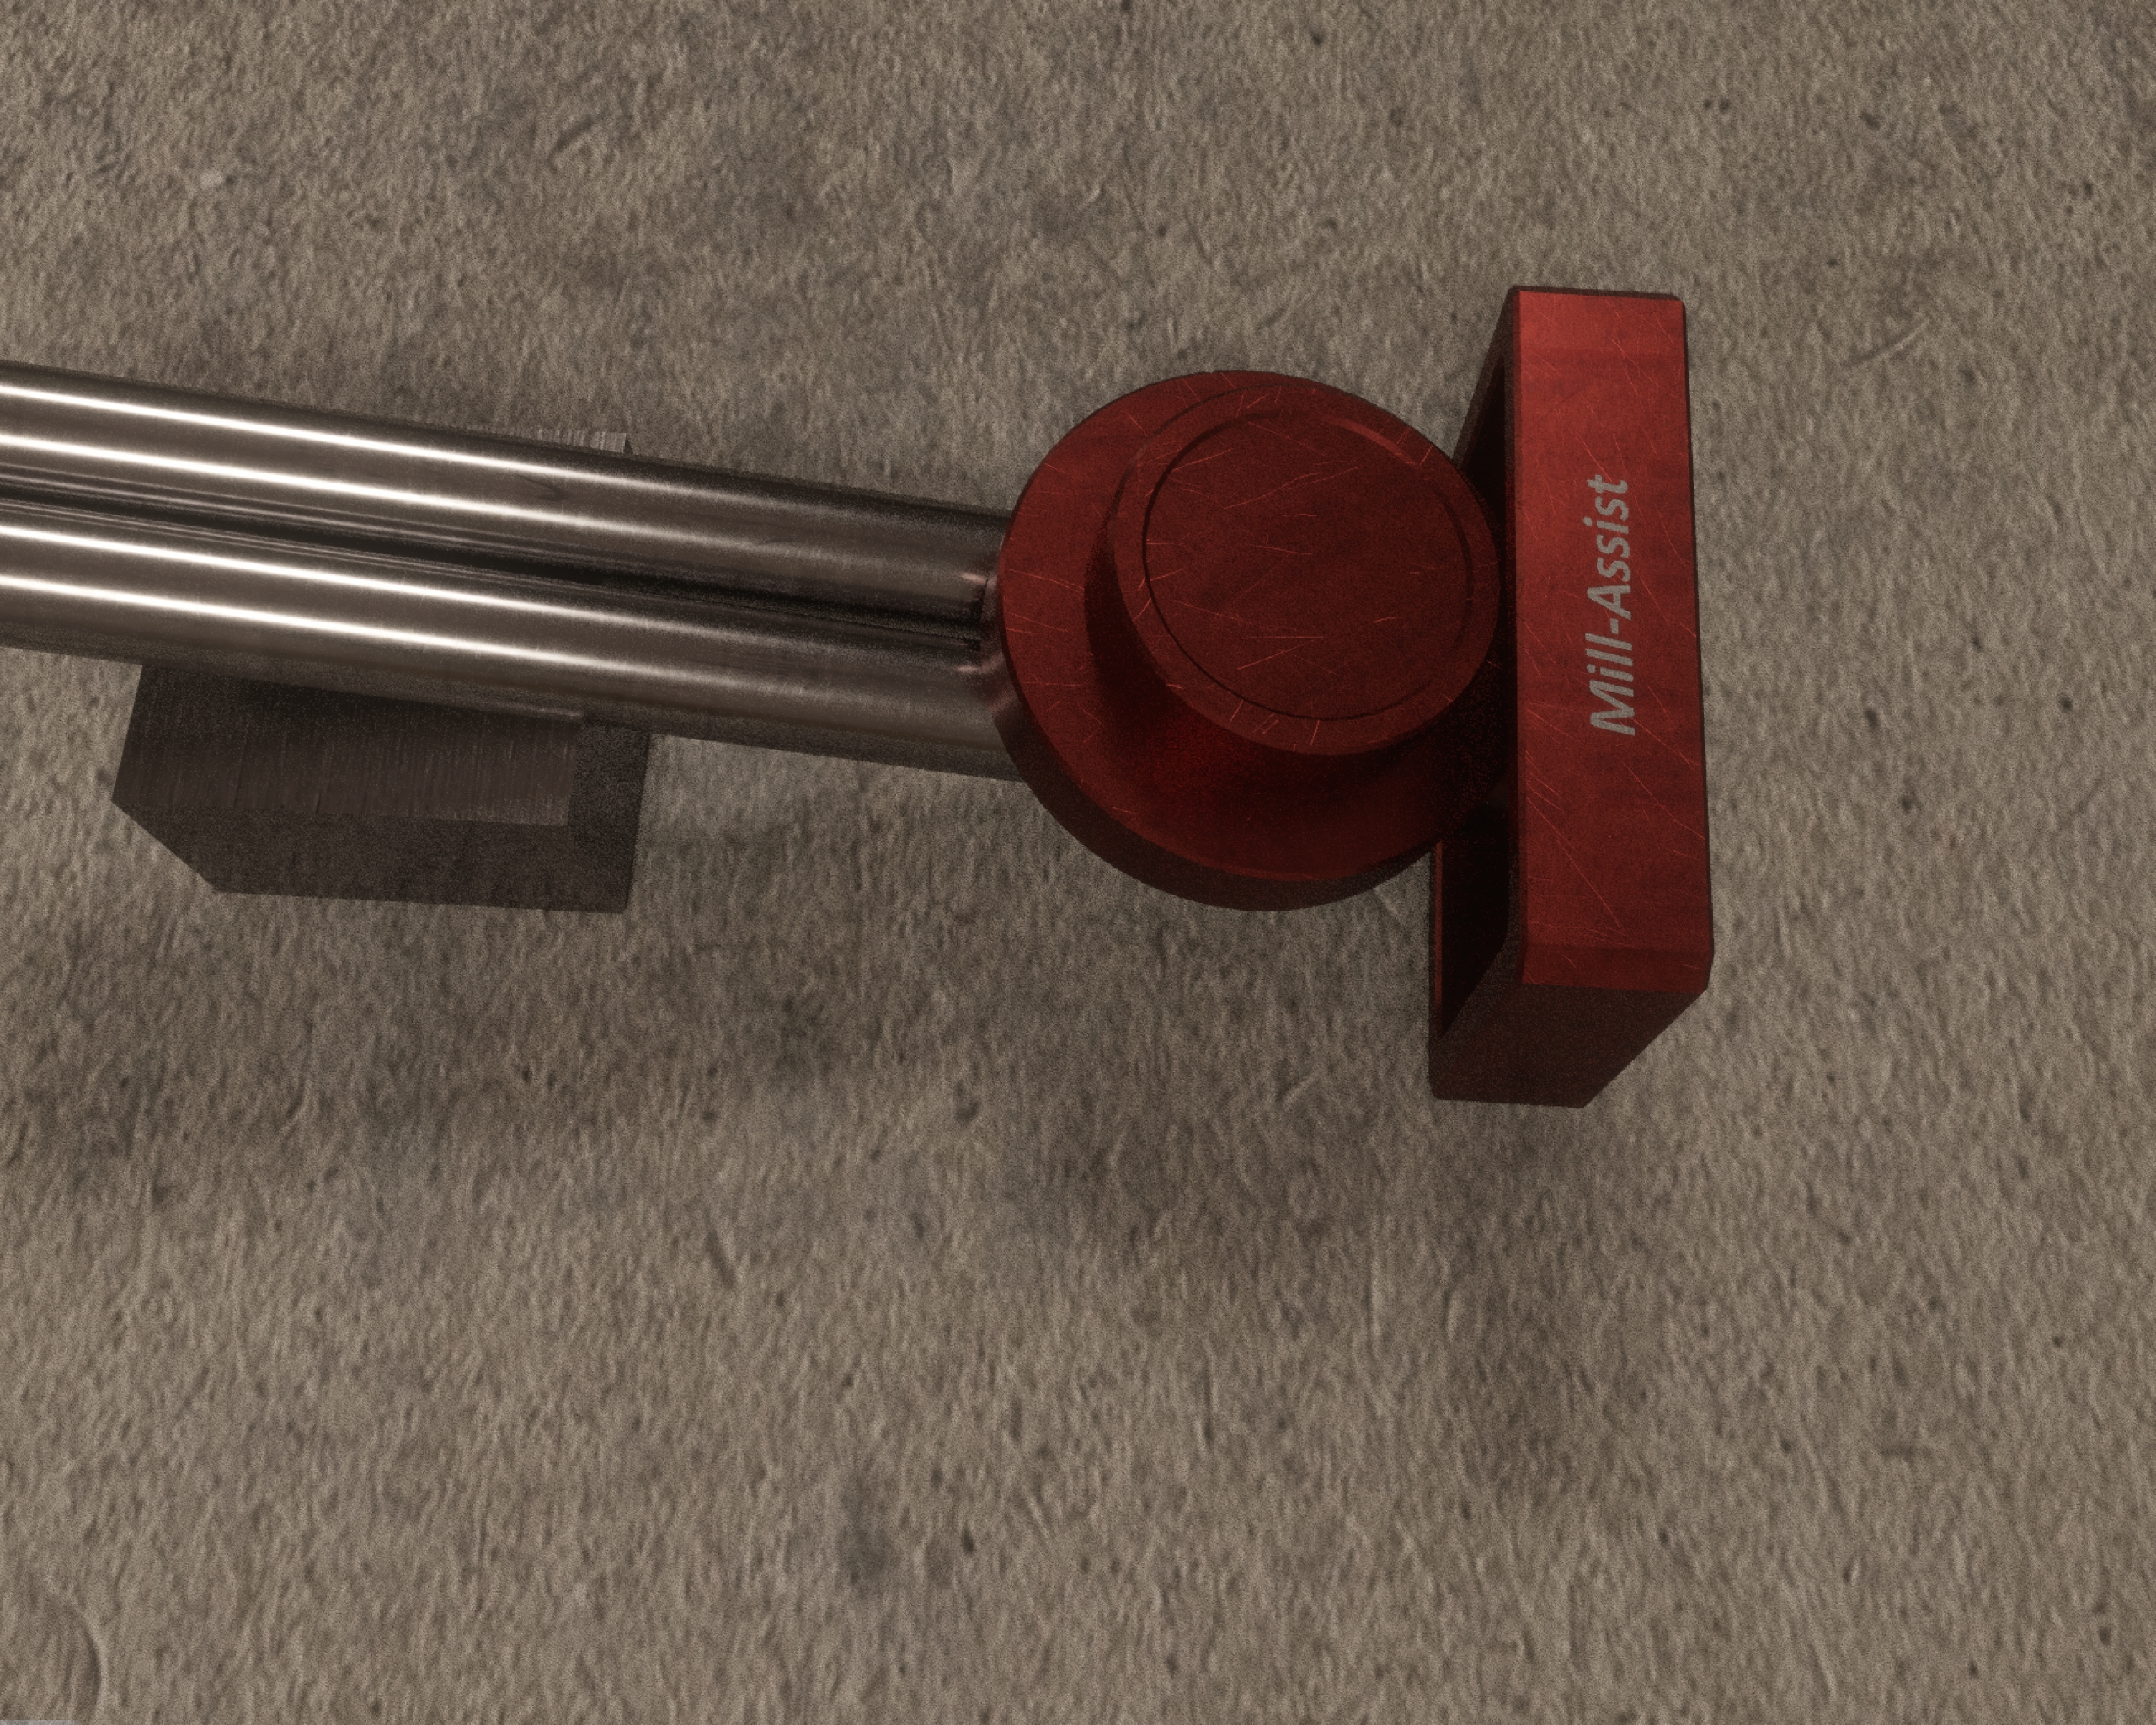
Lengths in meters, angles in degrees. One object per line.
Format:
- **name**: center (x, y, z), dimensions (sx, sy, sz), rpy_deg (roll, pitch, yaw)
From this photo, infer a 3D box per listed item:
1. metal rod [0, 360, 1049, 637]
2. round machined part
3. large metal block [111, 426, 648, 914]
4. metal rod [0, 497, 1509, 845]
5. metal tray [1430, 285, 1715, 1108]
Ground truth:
- **metal rod**: center (-0.064, -0.060, 0.382), dimensions (0.302, 0.025, 0.025), rpy_deg (7, 70, -12)
- **round machined part**: center (0.035, -0.044, 0.365), dimensions (0.099, 0.042, 0.098), rpy_deg (3, 72, -11)
- **large metal block**: center (-0.128, -0.038, 0.404), dimensions (0.081, 0.050, 0.080), rpy_deg (3, 70, 1)
- **metal rod**: center (-0.066, -0.034, 0.373), dimensions (0.302, 0.025, 0.025), rpy_deg (7, 70, -11)
- **metal tray**: center (0.087, -0.028, 0.385), dimensions (0.030, 0.090, 0.130), rpy_deg (3, 70, 1)
